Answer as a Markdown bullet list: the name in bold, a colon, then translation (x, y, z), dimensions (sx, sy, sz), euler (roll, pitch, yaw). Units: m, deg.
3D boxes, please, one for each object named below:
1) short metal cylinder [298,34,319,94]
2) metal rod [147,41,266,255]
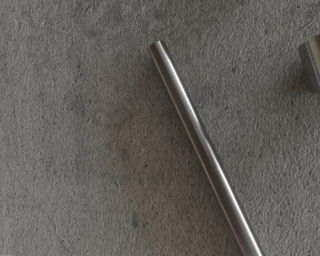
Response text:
- **short metal cylinder**: translation (0.189, -0.071, 0.313), dimensions (0.080, 0.080, 0.050), euler (-17, 85, 19)
- **metal rod**: translation (0.056, 0.026, 0.389), dimensions (0.025, 0.025, 0.299), euler (-27, 81, 18)
